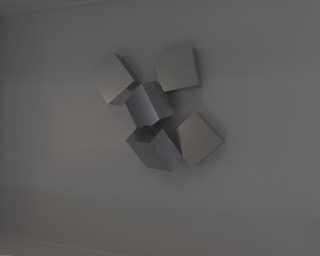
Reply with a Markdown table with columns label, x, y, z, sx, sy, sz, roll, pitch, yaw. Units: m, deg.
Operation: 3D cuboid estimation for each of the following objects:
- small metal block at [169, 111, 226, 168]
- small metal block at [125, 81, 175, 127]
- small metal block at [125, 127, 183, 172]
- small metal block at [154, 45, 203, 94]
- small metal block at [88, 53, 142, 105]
| label | x | y | z | sx | sy | sz | roll | pitch | yaw |
| --- | --- | --- | --- | --- | --- | --- | --- | --- | --- |
| small metal block | 0.046 | 0.015 | 0.394 | 0.050 | 0.025 | 0.050 | -44 | 76 | 14 |
| small metal block | -0.015 | -0.026 | 0.403 | 0.050 | 0.025 | 0.050 | -38 | 76 | 50 |
| small metal block | -0.007 | 0.026 | 0.389 | 0.050 | 0.025 | 0.050 | 1 | 134 | 50 |
| small metal block | 0.024 | -0.074 | 0.402 | 0.050 | 0.025 | 0.050 | -11 | 87 | 19 |
| small metal block | -0.063 | -0.067 | 0.433 | 0.050 | 0.025 | 0.050 | -40 | 78 | 15 |
